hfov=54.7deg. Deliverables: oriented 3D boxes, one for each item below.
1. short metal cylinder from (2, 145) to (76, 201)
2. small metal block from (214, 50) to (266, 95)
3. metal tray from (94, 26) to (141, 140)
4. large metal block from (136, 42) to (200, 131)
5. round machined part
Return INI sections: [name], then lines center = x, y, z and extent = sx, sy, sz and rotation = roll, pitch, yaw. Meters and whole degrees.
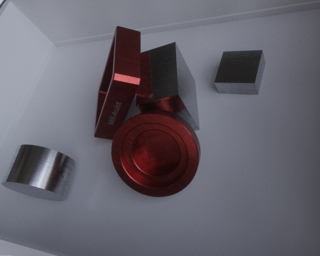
[short metal cylinder]
center = -0.160, 0.062, 0.414
extent = 0.080, 0.080, 0.050
rotation = -2, 61, 27
[small metal block]
center = 0.103, -0.071, 0.395
extent = 0.050, 0.025, 0.050
rotation = 6, 64, 30
[metal tray]
center = -0.058, -0.054, 0.408
extent = 0.030, 0.129, 0.090
rotation = 10, 54, -17
[large metal block]
center = 0.011, -0.045, 0.390
extent = 0.050, 0.080, 0.080
rotation = -13, 56, 19
[round machined part]
center = -0.002, 0.026, 0.357
extent = 0.098, 0.042, 0.097
rotation = 3, 105, 12
